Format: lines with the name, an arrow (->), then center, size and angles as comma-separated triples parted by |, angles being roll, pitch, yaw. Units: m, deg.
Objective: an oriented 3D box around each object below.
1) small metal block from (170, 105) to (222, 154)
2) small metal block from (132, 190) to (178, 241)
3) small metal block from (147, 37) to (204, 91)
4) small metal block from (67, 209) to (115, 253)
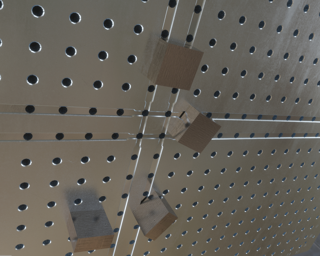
small metal block -> 0.051, 0.003, 0.443 | 0.050, 0.025, 0.050 | 28, 103, -38
small metal block -> -0.008, 0.134, 0.475 | 0.050, 0.050, 0.025 | -45, 130, 3
small metal block -> 0.018, -0.077, 0.375 | 0.050, 0.025, 0.050 | 5, 116, -31
small metal block -> -0.097, 0.142, 0.431 | 0.050, 0.050, 0.025 | 5, 116, -31
